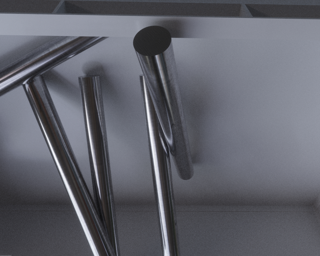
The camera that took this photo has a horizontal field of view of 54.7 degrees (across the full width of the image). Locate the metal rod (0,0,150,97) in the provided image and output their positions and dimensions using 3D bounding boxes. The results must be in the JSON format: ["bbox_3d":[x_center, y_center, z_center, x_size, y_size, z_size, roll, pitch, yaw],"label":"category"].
[{"bbox_3d":[-0.149,-0.061,0.335,0.301,0.025,0.025,-25,126,12],"label":"metal rod"}]

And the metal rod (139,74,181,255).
[{"bbox_3d":[0.005,0.080,0.400,0.025,0.025,0.298,-6,106,4],"label":"metal rod"}]

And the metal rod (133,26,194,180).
[{"bbox_3d":[0.017,0.005,0.335,0.025,0.025,0.299,-8,155,6],"label":"metal rod"}]

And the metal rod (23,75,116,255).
[{"bbox_3d":[-0.100,0.080,0.381,0.025,0.025,0.298,-18,98,14],"label":"metal rod"}]

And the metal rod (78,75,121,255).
[{"bbox_3d":[-0.073,0.083,0.400,0.025,0.025,0.298,-3,106,2],"label":"metal rod"}]
